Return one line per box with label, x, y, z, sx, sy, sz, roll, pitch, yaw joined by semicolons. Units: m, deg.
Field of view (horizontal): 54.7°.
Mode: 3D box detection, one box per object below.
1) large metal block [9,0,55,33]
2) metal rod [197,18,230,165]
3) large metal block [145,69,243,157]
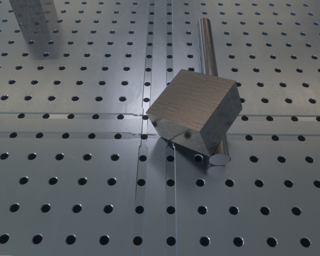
large metal block;-0.232;-0.232;0.565;0.050;0.080;0.080;-3;50;-3
metal rod;0.076;-0.076;0.471;0.025;0.025;0.300;1;50;1
large metal block;0.044;-0.022;0.387;0.080;0.050;0.080;21;63;37
